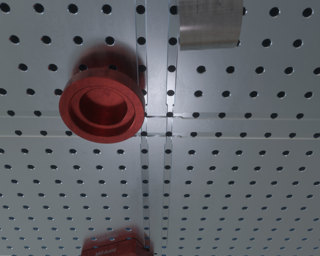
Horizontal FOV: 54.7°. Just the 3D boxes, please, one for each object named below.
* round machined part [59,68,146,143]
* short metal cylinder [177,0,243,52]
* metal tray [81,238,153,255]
[{"bbox_3d":[-0.067,-0.030,0.374,0.099,0.042,0.097,0,130,0],"label":"round machined part"},{"bbox_3d":[0.041,-0.112,0.281,0.050,0.080,0.080,-3,130,3],"label":"short metal cylinder"},{"bbox_3d":[-0.089,0.278,0.643,0.130,0.030,0.090,-20,128,16],"label":"metal tray"}]
